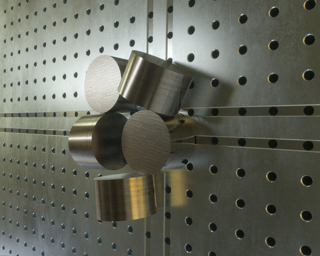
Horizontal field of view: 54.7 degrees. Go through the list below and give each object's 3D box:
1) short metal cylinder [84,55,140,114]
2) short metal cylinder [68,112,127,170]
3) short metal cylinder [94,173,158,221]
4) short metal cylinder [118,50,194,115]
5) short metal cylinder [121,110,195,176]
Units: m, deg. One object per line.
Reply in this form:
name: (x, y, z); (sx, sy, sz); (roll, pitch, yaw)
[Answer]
short metal cylinder: (-0.064, -0.061, 0.445); (0.080, 0.050, 0.079); (0, 91, 41)
short metal cylinder: (-0.081, 0.019, 0.442); (0.050, 0.081, 0.080); (-3, 88, 39)
short metal cylinder: (-0.045, 0.088, 0.410); (0.080, 0.081, 0.050); (-8, 86, 40)
short metal cylinder: (-0.005, -0.056, 0.378); (0.080, 0.081, 0.050); (35, 111, 34)
short metal cylinder: (-0.003, 0.018, 0.396); (0.080, 0.050, 0.079); (1, 91, 39)
